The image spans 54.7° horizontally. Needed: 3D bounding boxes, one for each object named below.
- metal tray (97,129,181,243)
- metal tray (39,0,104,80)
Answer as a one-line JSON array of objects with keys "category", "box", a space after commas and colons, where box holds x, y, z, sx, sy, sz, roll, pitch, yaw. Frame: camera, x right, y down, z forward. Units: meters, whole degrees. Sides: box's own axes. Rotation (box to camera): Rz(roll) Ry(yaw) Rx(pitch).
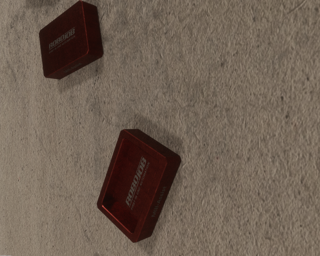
[{"category": "metal tray", "box": [-0.033, 0.077, 0.426, 0.090, 0.030, 0.129, 31, 109, 35]}, {"category": "metal tray", "box": [-0.154, -0.145, 0.526, 0.130, 0.030, 0.090, -15, 81, 38]}]
